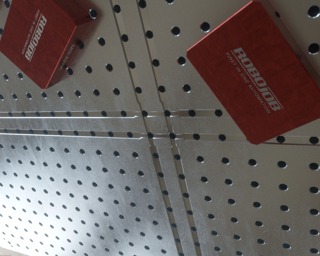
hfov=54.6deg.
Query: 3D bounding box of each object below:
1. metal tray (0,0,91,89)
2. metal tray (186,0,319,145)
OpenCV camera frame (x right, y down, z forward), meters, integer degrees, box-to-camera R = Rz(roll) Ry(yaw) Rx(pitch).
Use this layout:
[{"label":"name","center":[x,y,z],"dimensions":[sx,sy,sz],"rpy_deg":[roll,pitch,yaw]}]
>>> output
[{"label":"metal tray","center":[-0.158,-0.125,0.415],"dimensions":[0.090,0.030,0.129],"rpy_deg":[43,129,-2]},{"label":"metal tray","center":[0.101,-0.054,0.322],"dimensions":[0.090,0.030,0.130],"rpy_deg":[-31,101,38]}]
